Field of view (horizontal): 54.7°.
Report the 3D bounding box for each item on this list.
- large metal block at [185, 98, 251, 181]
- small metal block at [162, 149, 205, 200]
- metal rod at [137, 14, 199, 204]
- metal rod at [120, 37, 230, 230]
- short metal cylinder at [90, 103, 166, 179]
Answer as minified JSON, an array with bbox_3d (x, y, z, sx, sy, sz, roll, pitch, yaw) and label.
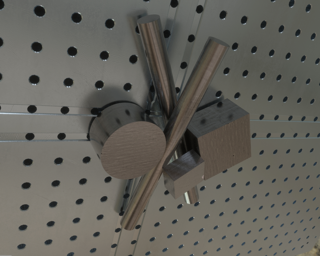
[{"bbox_3d":[0.081,0.016,0.444,0.081,0.050,0.080,-25,128,-14],"label":"large metal block"},{"bbox_3d":[0.033,0.064,0.423,0.050,0.025,0.050,-30,144,-19],"label":"small metal block"},{"bbox_3d":[0.020,0.000,0.417,0.025,0.025,0.298,-25,128,-13],"label":"metal rod"},{"bbox_3d":[0.007,0.026,0.402,0.025,0.025,0.298,6,123,-32],"label":"metal rod"},{"bbox_3d":[-0.040,0.016,0.378,0.081,0.050,0.079,-14,125,-21],"label":"short metal cylinder"}]
